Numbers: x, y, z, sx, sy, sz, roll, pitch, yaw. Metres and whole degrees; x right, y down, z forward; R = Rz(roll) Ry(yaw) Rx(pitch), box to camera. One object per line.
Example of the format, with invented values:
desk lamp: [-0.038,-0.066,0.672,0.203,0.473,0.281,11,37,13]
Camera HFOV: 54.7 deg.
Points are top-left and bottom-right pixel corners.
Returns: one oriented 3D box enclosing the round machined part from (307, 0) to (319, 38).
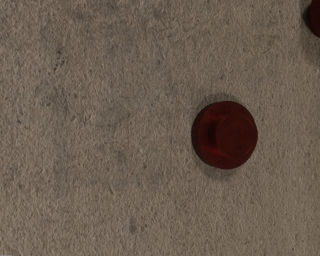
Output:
round machined part: [0.283,-0.186,0.507,0.099,0.042,0.097,0,90,-21]

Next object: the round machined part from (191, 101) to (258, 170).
round machined part: [0.098,0.010,0.438,0.099,0.042,0.097,0,90,-21]
